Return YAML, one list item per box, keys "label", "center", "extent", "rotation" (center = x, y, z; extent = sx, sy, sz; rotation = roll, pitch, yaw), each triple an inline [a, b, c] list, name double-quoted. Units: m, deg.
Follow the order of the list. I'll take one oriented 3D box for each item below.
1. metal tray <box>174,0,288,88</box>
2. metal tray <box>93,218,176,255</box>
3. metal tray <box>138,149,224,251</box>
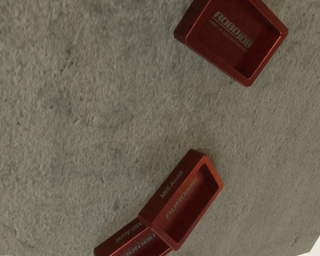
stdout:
- label: "metal tray"
  center: [0.091, -0.117, 0.382]
  extent: [0.131, 0.030, 0.090]
  rotation: [24, 105, -37]
- label: "metal tray"
  center: [-0.029, 0.190, 0.506]
  extent: [0.130, 0.030, 0.090]
  rotation: [-36, 129, -5]
- label: "metal tray"
  center: [0.036, 0.108, 0.465]
  extent: [0.130, 0.030, 0.090]
  rotation: [-49, 132, -18]
